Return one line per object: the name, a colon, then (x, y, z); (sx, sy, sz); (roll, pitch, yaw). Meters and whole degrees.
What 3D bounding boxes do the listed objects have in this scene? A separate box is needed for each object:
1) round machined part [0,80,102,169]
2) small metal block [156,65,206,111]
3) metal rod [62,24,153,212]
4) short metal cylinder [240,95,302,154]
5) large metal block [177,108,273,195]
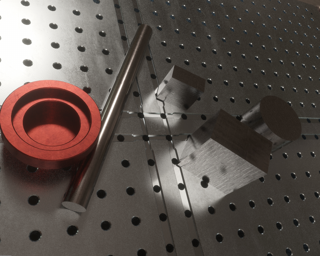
round machined part: (-0.115, 0.000, 0.332); (0.099, 0.042, 0.098); (11, 56, -16)
small metal block: (0.030, -0.056, 0.444); (0.050, 0.050, 0.025); (23, 53, -15)
metal rod: (-0.055, -0.037, 0.401); (0.025, 0.025, 0.300); (25, 53, -13)
short metal cylinder: (0.174, -0.005, 0.491); (0.081, 0.050, 0.080); (14, 56, -21)
large metal block: (0.082, 0.033, 0.399); (0.080, 0.080, 0.050); (32, 51, -8)
